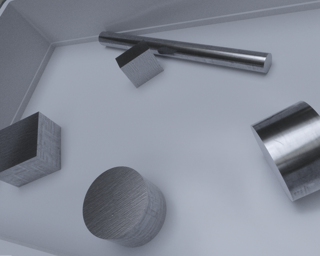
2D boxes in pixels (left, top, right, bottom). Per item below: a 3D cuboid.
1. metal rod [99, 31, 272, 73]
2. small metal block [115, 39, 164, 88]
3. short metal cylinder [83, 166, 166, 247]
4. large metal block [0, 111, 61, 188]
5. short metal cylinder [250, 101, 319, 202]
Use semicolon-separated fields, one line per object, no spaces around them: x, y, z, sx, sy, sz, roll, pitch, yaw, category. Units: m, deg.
0.017;-0.120;0.469;0.300;0.025;0.025;19;72;35;metal rod
-0.030;-0.095;0.462;0.050;0.050;0.025;-33;52;7;small metal block
-0.040;0.090;0.354;0.080;0.050;0.080;-13;56;20;short metal cylinder
-0.200;0.033;0.472;0.080;0.050;0.080;-23;53;13;large metal block
0.127;0.021;0.290;0.050;0.080;0.080;-28;53;11;short metal cylinder
